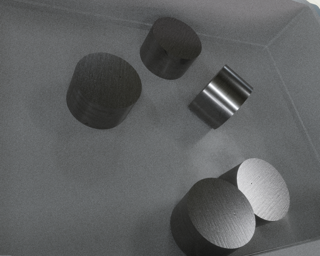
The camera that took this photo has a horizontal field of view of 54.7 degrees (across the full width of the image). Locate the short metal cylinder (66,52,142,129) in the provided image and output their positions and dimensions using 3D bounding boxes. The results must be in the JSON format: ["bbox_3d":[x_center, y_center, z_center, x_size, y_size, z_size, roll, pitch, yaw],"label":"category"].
[{"bbox_3d":[-0.069,-0.045,0.380,0.081,0.050,0.080,14,56,-21],"label":"short metal cylinder"}]

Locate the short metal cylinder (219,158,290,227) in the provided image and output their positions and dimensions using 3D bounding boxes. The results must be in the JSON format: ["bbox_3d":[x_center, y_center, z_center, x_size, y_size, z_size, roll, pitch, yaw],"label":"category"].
[{"bbox_3d":[0.118,0.086,0.400,0.081,0.050,0.080,14,56,-21],"label":"short metal cylinder"}]

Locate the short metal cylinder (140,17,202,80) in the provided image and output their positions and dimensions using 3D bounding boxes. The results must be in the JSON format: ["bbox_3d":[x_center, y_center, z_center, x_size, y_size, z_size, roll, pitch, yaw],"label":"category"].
[{"bbox_3d":[0.016,-0.121,0.471,0.081,0.050,0.080,14,56,-21],"label":"short metal cylinder"}]

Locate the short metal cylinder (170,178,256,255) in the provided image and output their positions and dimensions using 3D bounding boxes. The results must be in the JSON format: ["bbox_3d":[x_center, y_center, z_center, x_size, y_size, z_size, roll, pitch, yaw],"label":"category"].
[{"bbox_3d":[0.058,0.103,0.349,0.081,0.050,0.080,13,48,-14],"label":"short metal cylinder"}]

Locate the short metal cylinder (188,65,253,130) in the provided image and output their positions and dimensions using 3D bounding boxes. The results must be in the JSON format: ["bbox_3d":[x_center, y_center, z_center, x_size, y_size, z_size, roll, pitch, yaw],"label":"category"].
[{"bbox_3d":[0.086,-0.044,0.443,0.050,0.080,0.080,41,51,0],"label":"short metal cylinder"}]
